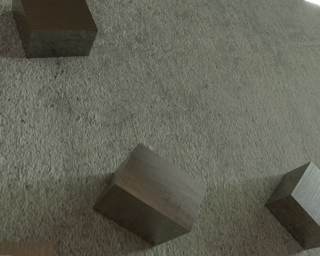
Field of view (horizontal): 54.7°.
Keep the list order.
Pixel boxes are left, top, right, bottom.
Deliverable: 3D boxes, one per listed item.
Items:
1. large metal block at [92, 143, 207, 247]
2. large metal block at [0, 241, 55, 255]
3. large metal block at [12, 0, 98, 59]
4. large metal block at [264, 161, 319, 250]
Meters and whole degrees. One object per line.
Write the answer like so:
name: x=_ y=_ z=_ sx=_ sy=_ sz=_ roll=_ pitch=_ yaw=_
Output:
large metal block: x=-0.013 y=0.072 z=0.318 sx=0.080 sy=0.080 sz=0.050 roll=34 pitch=51 yaw=-6
large metal block: x=-0.130 y=0.133 z=0.236 sx=0.081 sy=0.050 sz=0.080 roll=9 pitch=58 yaw=-24
large metal block: x=-0.137 y=-0.139 z=0.399 sx=0.081 sy=0.050 sz=0.080 roll=-12 pitch=68 yaw=-33
large metal block: x=0.208 y=0.107 z=0.434 sx=0.080 sy=0.050 sz=0.081 roll=49 pitch=51 yaw=6
